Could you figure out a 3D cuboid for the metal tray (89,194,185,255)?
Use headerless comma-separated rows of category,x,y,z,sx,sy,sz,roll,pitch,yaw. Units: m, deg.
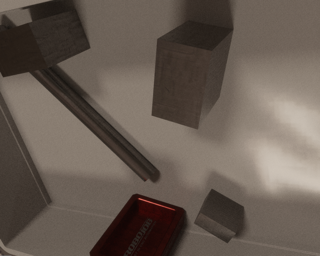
metal tray,-0.028,0.159,0.453,0.090,0.131,0.030,13,124,21

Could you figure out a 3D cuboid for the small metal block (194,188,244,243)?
small metal block,0.081,0.119,0.422,0.050,0.050,0.025,29,128,9

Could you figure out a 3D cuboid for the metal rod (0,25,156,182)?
metal rod,-0.122,-0.034,0.449,0.300,0.025,0.025,44,129,-3

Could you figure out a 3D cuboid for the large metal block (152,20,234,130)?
large metal block,0.034,-0.058,0.319,0.050,0.080,0.079,18,125,18

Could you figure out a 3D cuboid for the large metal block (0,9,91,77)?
large metal block,-0.149,-0.105,0.385,0.080,0.080,0.050,-3,117,29
